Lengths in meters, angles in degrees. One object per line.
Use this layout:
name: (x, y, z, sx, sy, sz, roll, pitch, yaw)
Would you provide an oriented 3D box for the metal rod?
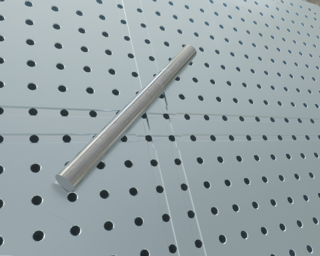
metal rod: (-0.025, -0.034, 0.414, 0.025, 0.025, 0.301, 40, 51, -1)
